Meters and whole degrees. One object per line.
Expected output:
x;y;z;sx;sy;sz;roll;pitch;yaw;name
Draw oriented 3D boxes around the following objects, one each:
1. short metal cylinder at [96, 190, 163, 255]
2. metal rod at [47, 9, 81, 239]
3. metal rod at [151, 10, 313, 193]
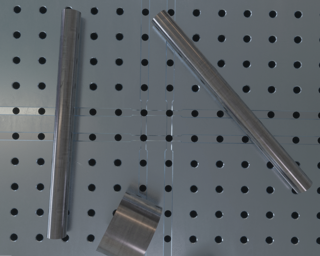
-0.037;0.125;0.386;0.050;0.080;0.080;27;90;0;short metal cylinder
-0.128;-0.005;0.412;0.025;0.025;0.298;4;90;0;metal rod
0.096;-0.035;0.414;0.025;0.025;0.300;-41;90;0;metal rod
